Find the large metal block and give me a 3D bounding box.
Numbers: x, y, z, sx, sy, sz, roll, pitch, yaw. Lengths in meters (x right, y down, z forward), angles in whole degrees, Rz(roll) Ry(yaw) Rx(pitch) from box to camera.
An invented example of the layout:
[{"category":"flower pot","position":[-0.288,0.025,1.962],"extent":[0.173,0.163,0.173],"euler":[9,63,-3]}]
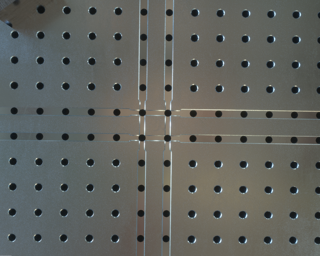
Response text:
[{"category":"large metal block","position":[-0.192,-0.191,0.398],"extent":[0.080,0.050,0.080],"euler":[-36,90,0]}]
